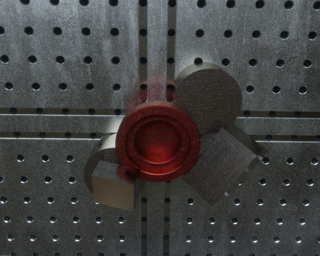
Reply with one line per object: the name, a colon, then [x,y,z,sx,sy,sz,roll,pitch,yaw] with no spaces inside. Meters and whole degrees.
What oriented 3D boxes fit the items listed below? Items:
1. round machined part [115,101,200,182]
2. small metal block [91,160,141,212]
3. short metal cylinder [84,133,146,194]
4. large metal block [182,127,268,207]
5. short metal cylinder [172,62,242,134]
round machined part: [-0.002,0.013,0.378,0.099,0.042,0.097,0,110,0]
small metal block: [-0.052,0.070,0.372,0.050,0.025,0.050,12,130,8]
short metal cylinder: [-0.057,0.053,0.419,0.081,0.050,0.079,0,110,0]
large metal block: [0.085,0.046,0.395,0.050,0.080,0.080,43,108,21]
short metal cylinder: [0.056,-0.038,0.386,0.081,0.050,0.079,0,110,0]
